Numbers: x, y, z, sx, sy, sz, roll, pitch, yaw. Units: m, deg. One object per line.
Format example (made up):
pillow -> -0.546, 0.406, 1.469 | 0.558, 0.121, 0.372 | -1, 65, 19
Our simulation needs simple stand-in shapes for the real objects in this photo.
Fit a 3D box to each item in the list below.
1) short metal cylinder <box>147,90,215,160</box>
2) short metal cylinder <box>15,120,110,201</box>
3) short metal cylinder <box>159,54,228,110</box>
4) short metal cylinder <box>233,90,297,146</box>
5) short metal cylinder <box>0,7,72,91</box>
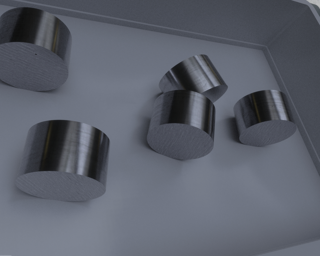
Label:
short metal cylinder -> 0.028, -0.002, 0.386 | 0.080, 0.080, 0.050 | 21, 54, -16
short metal cylinder -> -0.091, 0.034, 0.300 | 0.081, 0.080, 0.050 | 13, 56, -21
short metal cylinder -> 0.046, -0.056, 0.429 | 0.081, 0.080, 0.050 | -19, 72, -35
short metal cylinder -> 0.154, -0.013, 0.461 | 0.081, 0.080, 0.050 | 10, 58, -23
short metal cylinder -> -0.142, -0.085, 0.346 | 0.081, 0.080, 0.050 | 10, 58, -23
